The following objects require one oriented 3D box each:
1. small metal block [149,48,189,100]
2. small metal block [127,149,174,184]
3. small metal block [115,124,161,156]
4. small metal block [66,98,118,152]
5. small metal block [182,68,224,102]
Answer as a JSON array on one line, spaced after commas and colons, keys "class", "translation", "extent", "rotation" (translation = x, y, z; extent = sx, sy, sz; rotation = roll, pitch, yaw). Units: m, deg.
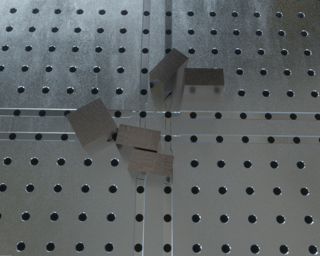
[{"class": "small metal block", "translation": [0.012, -0.073, 0.425], "extent": [0.025, 0.050, 0.050], "rotation": [39, 74, 12]}, {"class": "small metal block", "translation": [-0.010, 0.048, 0.381], "extent": [0.050, 0.050, 0.025], "rotation": [10, 71, 3]}, {"class": "small metal block", "translation": [-0.026, 0.019, 0.391], "extent": [0.050, 0.050, 0.025], "rotation": [10, 71, 3]}, {"class": "small metal block", "translation": [-0.089, -0.004, 0.412], "extent": [0.050, 0.025, 0.050], "rotation": [-29, 73, -11]}, {"class": "small metal block", "translation": [0.057, -0.057, 0.420], "extent": [0.050, 0.050, 0.025], "rotation": [1, 70, 0]}]
